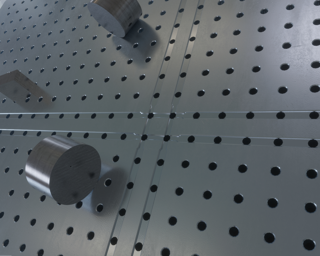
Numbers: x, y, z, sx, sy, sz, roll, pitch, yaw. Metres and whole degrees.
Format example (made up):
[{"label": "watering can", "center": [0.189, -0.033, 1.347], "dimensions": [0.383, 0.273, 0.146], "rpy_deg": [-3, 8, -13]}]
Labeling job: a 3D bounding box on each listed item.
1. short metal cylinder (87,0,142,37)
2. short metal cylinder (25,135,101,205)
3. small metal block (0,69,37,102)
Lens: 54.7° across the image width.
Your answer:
[{"label": "short metal cylinder", "center": [-0.078, -0.206, 0.540], "dimensions": [0.080, 0.080, 0.050], "rpy_deg": [28, 78, 37]}, {"label": "short metal cylinder", "center": [-0.125, 0.053, 0.406], "dimensions": [0.050, 0.080, 0.080], "rpy_deg": [16, 70, 34]}, {"label": "small metal block", "center": [-0.271, -0.078, 0.583], "dimensions": [0.050, 0.050, 0.025], "rpy_deg": [-13, 56, 21]}]
